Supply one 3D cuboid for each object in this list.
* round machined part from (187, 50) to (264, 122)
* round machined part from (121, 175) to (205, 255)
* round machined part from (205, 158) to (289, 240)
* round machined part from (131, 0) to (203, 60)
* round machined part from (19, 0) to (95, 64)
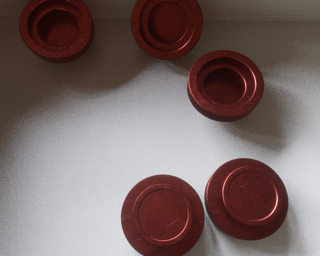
[{"bbox_3d":[0.086,-0.053,0.421,0.099,0.042,0.098,0,70,-1],"label":"round machined part"},{"bbox_3d":[0.003,0.103,0.363,0.099,0.042,0.098,0,70,-1],"label":"round machined part"},{"bbox_3d":[0.105,0.083,0.372,0.099,0.042,0.098,0,70,-1],"label":"round machined part"},{"bbox_3d":[0.012,-0.149,0.437,0.099,0.042,0.097,3,113,8],"label":"round machined part"},{"bbox_3d":[-0.143,-0.139,0.442,0.099,0.042,0.097,1,82,-4],"label":"round machined part"}]
